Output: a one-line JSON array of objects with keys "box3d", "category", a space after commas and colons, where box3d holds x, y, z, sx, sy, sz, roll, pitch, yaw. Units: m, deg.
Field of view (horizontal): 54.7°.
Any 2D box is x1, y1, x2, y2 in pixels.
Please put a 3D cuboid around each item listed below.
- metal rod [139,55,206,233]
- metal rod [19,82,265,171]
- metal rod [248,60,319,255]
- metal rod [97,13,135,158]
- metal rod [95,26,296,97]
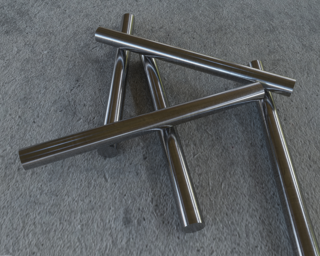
[{"box3d": [0.006, -0.010, 0.411, 0.025, 0.025, 0.300, -8, 51, -7], "category": "metal rod"}, {"box3d": [-0.009, -0.007, 0.375, 0.302, 0.025, 0.025, -17, 52, -14], "category": "metal rod"}, {"box3d": [0.146, 0.018, 0.388, 0.025, 0.025, 0.300, 1, 50, 1], "category": "metal rod"}, {"box3d": [-0.061, -0.085, 0.474, 0.025, 0.025, 0.300, 1, 50, 1], "category": "metal rod"}, {"box3d": [0.041, -0.101, 0.454, 0.301, 0.025, 0.025, 19, 53, 15], "category": "metal rod"}]
